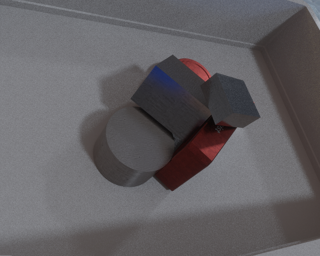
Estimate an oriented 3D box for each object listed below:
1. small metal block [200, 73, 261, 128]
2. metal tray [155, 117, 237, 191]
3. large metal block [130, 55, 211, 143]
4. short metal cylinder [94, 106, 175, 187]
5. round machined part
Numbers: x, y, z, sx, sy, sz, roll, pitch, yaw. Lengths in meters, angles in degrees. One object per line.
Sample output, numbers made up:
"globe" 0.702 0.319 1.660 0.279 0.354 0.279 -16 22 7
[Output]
"small metal block" 0.078 -0.029 0.343 0.050 0.025 0.050 5 58 -41
"metal tray" 0.057 0.013 0.386 0.030 0.090 0.131 44 50 2
"large metal block" 0.022 -0.039 0.379 0.080 0.050 0.080 39 26 -2
"short metal cylinder" -0.031 0.022 0.358 0.081 0.050 0.080 14 56 -21
"round machined part" 0.039 -0.063 0.453 0.099 0.042 0.098 14 56 -21
